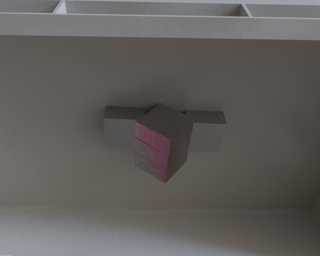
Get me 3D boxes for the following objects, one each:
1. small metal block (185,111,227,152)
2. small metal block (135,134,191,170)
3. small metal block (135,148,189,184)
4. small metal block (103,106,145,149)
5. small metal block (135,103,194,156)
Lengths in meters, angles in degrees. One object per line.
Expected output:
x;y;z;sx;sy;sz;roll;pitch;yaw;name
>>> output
0.057;0.005;0.413;0.050;0.025;0.050;2;130;-3;small metal block
0.004;0.019;0.394;0.050;0.050;0.025;27;135;25;small metal block
0.002;0.038;0.410;0.050;0.050;0.025;27;135;25;small metal block
-0.046;0.000;0.407;0.050;0.025;0.050;3;130;-3;small metal block
0.006;0.000;0.377;0.050;0.050;0.025;27;134;25;small metal block
